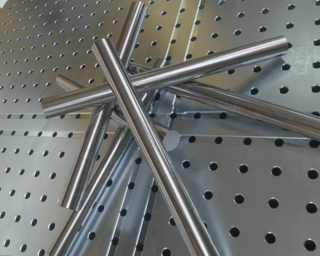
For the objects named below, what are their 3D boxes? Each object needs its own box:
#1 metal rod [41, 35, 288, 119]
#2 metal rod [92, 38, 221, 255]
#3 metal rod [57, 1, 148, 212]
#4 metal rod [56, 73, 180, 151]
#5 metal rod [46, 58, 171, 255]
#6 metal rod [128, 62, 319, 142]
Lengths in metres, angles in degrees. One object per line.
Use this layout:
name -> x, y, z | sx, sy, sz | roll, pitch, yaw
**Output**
metal rod -> 0.008, -0.063, 0.379 | 0.301, 0.025, 0.025 | -15, 54, -2
metal rod -> -0.003, 0.030, 0.323 | 0.025, 0.025, 0.299 | -30, 73, 9
metal rod -> -0.067, -0.043, 0.405 | 0.025, 0.025, 0.300 | 3, 66, 29
metal rod -> -0.080, -0.036, 0.448 | 0.300, 0.025, 0.025 | 28, 77, 45
metal rod -> -0.061, 0.030, 0.422 | 0.025, 0.025, 0.300 | 16, 70, 34
metal rod -> 0.052, -0.044, 0.388 | 0.300, 0.025, 0.025 | 22, 74, 29
